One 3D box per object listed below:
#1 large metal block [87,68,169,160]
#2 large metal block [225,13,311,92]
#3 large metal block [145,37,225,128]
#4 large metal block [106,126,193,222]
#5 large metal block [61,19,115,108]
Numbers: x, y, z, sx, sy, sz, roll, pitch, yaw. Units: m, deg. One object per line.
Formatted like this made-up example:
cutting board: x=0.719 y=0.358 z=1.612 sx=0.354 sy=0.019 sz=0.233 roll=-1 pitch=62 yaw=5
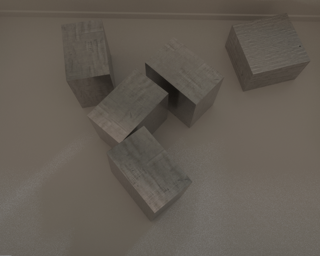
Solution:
large metal block: x=-0.036 y=-0.013 z=0.385 sx=0.050 sy=0.080 sz=0.080 roll=39 pitch=75 yaw=13
large metal block: x=0.148 y=-0.106 z=0.437 sx=0.081 sy=0.050 sz=0.080 roll=-14 pitch=71 yaw=-6
large metal block: x=0.029 y=-0.055 z=0.401 sx=0.080 sy=0.080 sz=0.050 roll=42 pitch=75 yaw=13
large metal block: x=-0.014 y=0.056 z=0.358 sx=0.050 sy=0.080 sz=0.080 roll=-36 pitch=75 yaw=-18
large metal block: x=-0.091 y=-0.082 z=0.409 sx=0.050 sy=0.080 sz=0.080 roll=-10 pitch=71 yaw=-4
